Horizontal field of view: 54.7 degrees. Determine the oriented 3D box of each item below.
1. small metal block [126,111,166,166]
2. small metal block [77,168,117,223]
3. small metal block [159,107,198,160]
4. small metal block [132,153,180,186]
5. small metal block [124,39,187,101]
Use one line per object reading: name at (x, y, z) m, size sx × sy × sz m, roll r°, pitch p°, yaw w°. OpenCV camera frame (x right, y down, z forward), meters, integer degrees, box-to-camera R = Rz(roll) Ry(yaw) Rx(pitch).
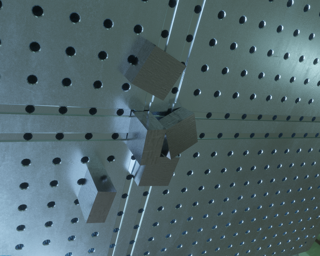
small metal block at (-0.019, 0.012, 0.394) m, size 0.025 × 0.050 × 0.050 m, roll -2°, pitch 120°, yaw -28°
small metal block at (-0.084, 0.087, 0.405) m, size 0.025 × 0.050 × 0.050 m, roll 9°, pitch 114°, yaw -33°
small metal block at (0.023, 0.007, 0.423) m, size 0.050 × 0.025 × 0.050 m, roll -31°, pitch 130°, yaw -25°
small metal block at (-0.006, 0.056, 0.444) m, size 0.050 × 0.025 × 0.050 m, roll 6°, pitch 116°, yaw -32°
small metal block at (-0.005, -0.068, 0.368) m, size 0.050 × 0.025 × 0.050 m, roll 25°, pitch 104°, yaw -37°
